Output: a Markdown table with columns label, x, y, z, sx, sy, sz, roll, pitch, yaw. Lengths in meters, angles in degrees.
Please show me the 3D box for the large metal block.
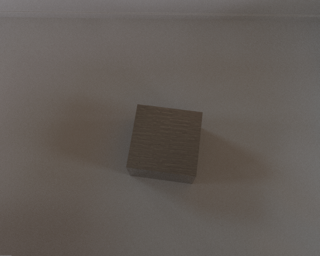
| label | x | y | z | sx | sy | sz | roll | pitch | yaw |
| --- | --- | --- | --- | --- | --- | --- | --- | --- | --- |
| large metal block | 0.007 | 0.021 | 0.389 | 0.080 | 0.050 | 0.080 | 7 | 70 | 3 |
